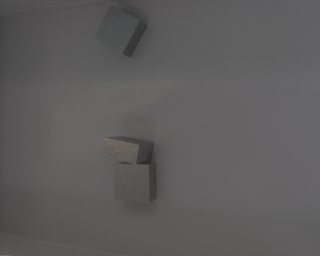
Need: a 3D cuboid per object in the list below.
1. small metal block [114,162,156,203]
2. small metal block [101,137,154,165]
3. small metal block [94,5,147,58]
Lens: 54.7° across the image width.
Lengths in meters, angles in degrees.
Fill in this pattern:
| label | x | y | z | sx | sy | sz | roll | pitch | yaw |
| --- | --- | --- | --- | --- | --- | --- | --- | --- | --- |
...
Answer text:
| label | x | y | z | sx | sy | sz | roll | pitch | yaw |
| --- | --- | --- | --- | --- | --- | --- | --- | --- | --- |
| small metal block | -0.033 | 0.073 | 0.422 | 0.050 | 0.025 | 0.050 | -1 | 90 | 20 |
| small metal block | -0.042 | 0.028 | 0.412 | 0.050 | 0.050 | 0.025 | 10 | 94 | 19 |
| small metal block | -0.054 | -0.134 | 0.430 | 0.050 | 0.025 | 0.050 | 33 | 101 | 17 |
